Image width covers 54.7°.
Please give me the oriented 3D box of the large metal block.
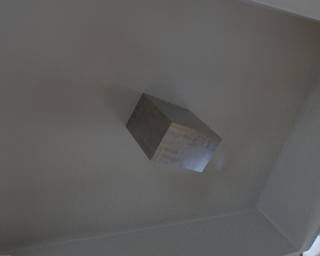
[{"bbox_3d":[0.015,0.005,0.386,0.081,0.080,0.050,17,109,-35],"label":"large metal block"}]
